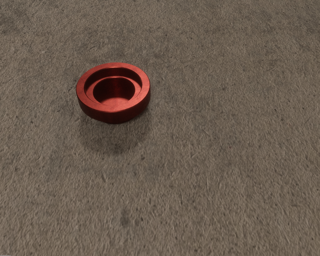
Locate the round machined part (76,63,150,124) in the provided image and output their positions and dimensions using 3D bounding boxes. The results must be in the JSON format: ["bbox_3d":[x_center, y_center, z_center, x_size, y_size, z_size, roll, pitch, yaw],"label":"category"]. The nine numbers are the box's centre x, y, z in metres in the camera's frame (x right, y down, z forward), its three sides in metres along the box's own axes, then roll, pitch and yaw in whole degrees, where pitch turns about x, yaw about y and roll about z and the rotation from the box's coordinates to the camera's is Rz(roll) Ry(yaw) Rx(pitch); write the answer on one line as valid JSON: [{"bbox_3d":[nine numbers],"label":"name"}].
[{"bbox_3d":[-0.062,-0.044,0.428,0.099,0.042,0.098,0,50,0],"label":"round machined part"}]
